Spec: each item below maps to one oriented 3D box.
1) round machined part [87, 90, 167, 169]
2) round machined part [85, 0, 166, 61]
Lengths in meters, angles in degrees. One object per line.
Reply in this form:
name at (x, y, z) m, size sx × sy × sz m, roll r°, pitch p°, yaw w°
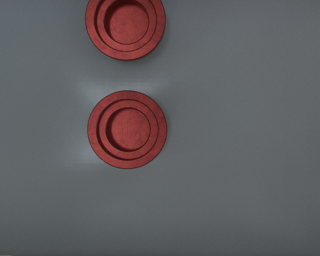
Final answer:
round machined part at (-0.041, 0.002, 0.402) m, size 0.099 × 0.042 × 0.097 m, roll 0°, pitch 90°, yaw -1°
round machined part at (-0.042, -0.135, 0.398) m, size 0.099 × 0.042 × 0.097 m, roll 0°, pitch 98°, yaw 0°
